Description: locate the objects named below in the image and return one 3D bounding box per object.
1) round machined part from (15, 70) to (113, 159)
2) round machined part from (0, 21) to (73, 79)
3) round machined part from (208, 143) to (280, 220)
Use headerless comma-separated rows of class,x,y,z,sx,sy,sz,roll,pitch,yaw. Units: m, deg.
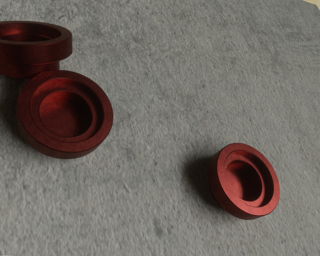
round machined part,-0.105,-0.012,0.341,0.099,0.042,0.098,14,60,-24
round machined part,-0.149,-0.087,0.348,0.099,0.042,0.098,6,30,-3
round machined part,0.104,0.072,0.407,0.099,0.042,0.098,14,56,-21
